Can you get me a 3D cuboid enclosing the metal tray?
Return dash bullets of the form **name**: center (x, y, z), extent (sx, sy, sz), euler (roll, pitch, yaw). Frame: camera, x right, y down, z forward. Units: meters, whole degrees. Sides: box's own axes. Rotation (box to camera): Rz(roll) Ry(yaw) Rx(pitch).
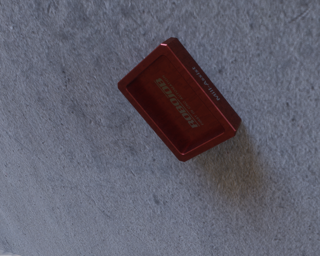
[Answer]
- **metal tray**: center (0.022, -0.030, 0.372), extent (0.090, 0.030, 0.130), euler (-34, 100, 38)
